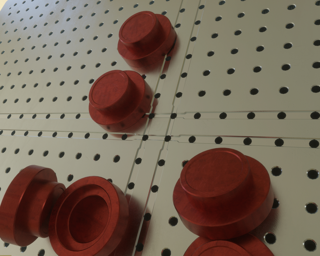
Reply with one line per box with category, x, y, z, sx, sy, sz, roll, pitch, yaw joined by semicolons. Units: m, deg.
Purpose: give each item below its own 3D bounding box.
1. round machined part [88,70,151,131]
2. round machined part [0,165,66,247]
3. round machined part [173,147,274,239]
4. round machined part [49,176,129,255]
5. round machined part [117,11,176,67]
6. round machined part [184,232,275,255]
round machined part;-0.066;-0.048;0.463;0.098;0.042;0.098;-13;56;21
round machined part;-0.152;0.098;0.388;0.042;0.098;0.098;11;65;8
round machined part;0.059;0.057;0.309;0.098;0.042;0.098;-17;30;11
round machined part;-0.080;0.111;0.372;0.098;0.042;0.098;-13;56;20
round machined part;-0.028;-0.151;0.506;0.098;0.042;0.098;-13;56;21
round machined part;0.060;0.140;0.280;0.098;0.042;0.098;-13;56;21
